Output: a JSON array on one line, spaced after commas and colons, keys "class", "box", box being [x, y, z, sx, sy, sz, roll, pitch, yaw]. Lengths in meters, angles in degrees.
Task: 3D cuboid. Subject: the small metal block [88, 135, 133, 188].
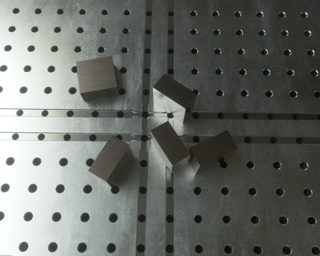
[{"class": "small metal block", "box": [-0.059, 0.043, 0.383, 0.025, 0.050, 0.050, 29, 73, 10]}]

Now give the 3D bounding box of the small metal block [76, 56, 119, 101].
[{"class": "small metal block", "box": [-0.088, -0.070, 0.437, 0.050, 0.025, 0.050, -11, 70, -4]}]

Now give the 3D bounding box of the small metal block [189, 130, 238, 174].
[{"class": "small metal block", "box": [0.064, 0.031, 0.387, 0.050, 0.050, 0.025, -24, 72, -8]}]

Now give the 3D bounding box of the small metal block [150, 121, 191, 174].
[{"class": "small metal block", "box": [0.012, 0.026, 0.389, 0.025, 0.050, 0.050, -30, 73, -10]}]

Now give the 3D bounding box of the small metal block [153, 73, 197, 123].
[{"class": "small metal block", "box": [0.019, -0.038, 0.413, 0.050, 0.050, 0.025, 34, 74, 11]}]
